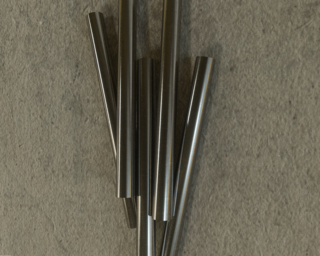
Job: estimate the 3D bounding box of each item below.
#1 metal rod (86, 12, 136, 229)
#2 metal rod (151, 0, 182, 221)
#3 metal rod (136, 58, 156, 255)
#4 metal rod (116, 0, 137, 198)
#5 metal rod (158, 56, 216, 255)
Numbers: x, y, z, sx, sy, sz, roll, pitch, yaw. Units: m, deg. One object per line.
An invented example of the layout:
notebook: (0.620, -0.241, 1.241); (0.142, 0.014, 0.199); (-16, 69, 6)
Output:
metal rod: (-0.062, -0.014, 0.429); (0.025, 0.025, 0.298); (-13, 86, 19)
metal rod: (0.010, -0.037, 0.392); (0.025, 0.025, 0.298); (2, 86, 19)
metal rod: (-0.018, 0.058, 0.403); (0.025, 0.025, 0.298); (-2, 85, 19)
metal rod: (-0.044, -0.061, 0.409); (0.025, 0.025, 0.298); (-2, 84, 19)
metal rod: (0.030, 0.059, 0.397); (0.025, 0.025, 0.298); (12, 94, 19)
